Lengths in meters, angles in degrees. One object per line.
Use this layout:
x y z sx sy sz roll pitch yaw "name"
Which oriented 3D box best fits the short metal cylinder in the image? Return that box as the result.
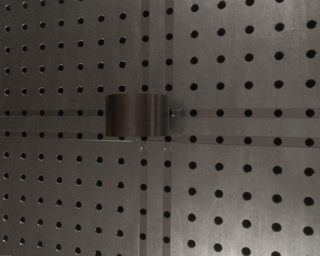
-0.028 -0.015 0.392 0.080 0.080 0.050 0 90 19 "short metal cylinder"
